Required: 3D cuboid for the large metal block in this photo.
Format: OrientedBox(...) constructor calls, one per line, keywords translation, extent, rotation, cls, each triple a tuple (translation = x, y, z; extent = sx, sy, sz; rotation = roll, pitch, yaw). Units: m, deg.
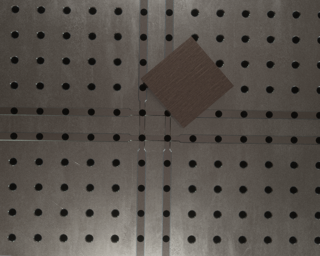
OrientedBox(translation=(0.033, -0.056, 0.401), extent=(0.080, 0.050, 0.080), rotation=(-40, 91, 0), cls="large metal block")
